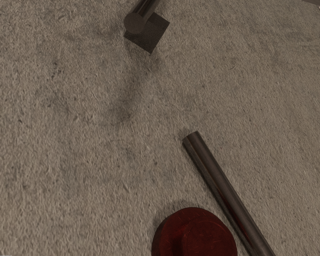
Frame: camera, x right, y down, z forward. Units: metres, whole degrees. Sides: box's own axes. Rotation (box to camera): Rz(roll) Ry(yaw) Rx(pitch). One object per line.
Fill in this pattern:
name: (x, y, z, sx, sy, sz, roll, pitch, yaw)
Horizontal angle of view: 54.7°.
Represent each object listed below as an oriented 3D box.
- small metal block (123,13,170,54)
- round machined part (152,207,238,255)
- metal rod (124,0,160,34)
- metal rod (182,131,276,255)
small metal block: (-0.021, -0.149, 0.469, 0.050, 0.050, 0.025, 31, 52, -9)
round machined part: (0.044, 0.134, 0.336, 0.099, 0.042, 0.098, 14, 56, -21)
metal rod: (-0.006, -0.212, 0.482, 0.025, 0.025, 0.301, 29, 37, -11)
metal rod: (0.115, 0.136, 0.384, 0.025, 0.025, 0.299, -20, 73, -36)
